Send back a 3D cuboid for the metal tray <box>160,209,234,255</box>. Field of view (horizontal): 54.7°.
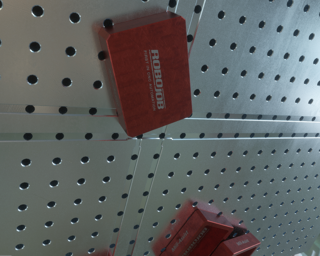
[{"bbox_3d":[0.068,0.219,0.582,0.090,0.030,0.130,27,103,-38],"label":"metal tray"}]

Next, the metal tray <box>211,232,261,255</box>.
[{"bbox_3d":[0.144,0.265,0.631,0.131,0.030,0.089,10,116,-49],"label":"metal tray"}]

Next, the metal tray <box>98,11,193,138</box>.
[{"bbox_3d":[-0.012,-0.060,0.366,0.091,0.030,0.129,-21,127,-17],"label":"metal tray"}]
